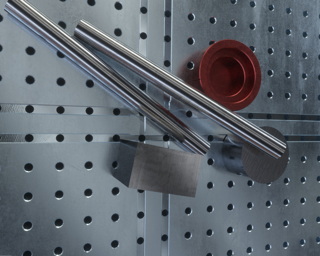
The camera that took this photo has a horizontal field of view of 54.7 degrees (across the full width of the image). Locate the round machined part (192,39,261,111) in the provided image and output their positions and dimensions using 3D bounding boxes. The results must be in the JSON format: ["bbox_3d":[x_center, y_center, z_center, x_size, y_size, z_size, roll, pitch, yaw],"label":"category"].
[{"bbox_3d":[0.090,-0.072,0.438,0.099,0.042,0.097,0,90,-21],"label":"round machined part"}]

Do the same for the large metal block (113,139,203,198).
[{"bbox_3d":[-0.006,0.047,0.382,0.081,0.080,0.050,13,86,-20],"label":"large metal block"}]

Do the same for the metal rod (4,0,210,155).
[{"bbox_3d":[-0.053,-0.056,0.393,0.301,0.025,0.025,37,78,-17],"label":"metal rod"}]

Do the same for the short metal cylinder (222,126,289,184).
[{"bbox_3d":[0.138,0.037,0.452,0.081,0.050,0.079,0,90,-20],"label":"short metal cylinder"}]

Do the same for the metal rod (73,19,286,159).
[{"bbox_3d":[0.030,-0.046,0.394,0.301,0.025,0.025,31,80,-6],"label":"metal rod"}]
